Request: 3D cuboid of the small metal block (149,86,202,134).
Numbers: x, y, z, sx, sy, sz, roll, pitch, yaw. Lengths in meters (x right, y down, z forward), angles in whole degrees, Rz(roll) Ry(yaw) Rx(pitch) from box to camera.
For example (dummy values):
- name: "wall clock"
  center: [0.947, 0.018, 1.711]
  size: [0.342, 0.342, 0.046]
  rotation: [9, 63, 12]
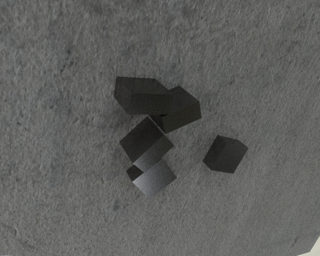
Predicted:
- name: "small metal block"
  center: [0.016, -0.024, 0.386]
  size: [0.050, 0.050, 0.025]
  rotation: [-24, 127, -14]

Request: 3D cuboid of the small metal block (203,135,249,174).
- name: "small metal block"
  center: [0.104, 0.043, 0.493]
  size: [0.050, 0.025, 0.050]
  rotation: [13, 112, -34]

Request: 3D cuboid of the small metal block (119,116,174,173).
- name: "small metal block"
  center: [-0.018, 0.020, 0.395]
  size: [0.050, 0.050, 0.025]
  rotation: [-43, 130, 1]

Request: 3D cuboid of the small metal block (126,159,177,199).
- name: "small metal block"
  center: [-0.011, 0.067, 0.444]
  size: [0.050, 0.025, 0.050]
  rotation: [-38, 130, -3]

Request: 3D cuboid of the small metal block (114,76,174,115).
- name: "small metal block"
  center: [-0.020, -0.038, 0.358]
  size: [0.050, 0.050, 0.025]
  rotation: [-2, 119, -28]
